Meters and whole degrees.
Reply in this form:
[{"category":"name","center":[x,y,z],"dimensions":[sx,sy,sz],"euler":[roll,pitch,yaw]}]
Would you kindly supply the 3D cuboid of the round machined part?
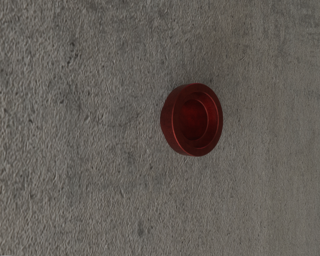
[{"category":"round machined part","center":[0.039,-0.011,0.425],"dimensions":[0.099,0.042,0.097],"euler":[0,90,-40]}]
